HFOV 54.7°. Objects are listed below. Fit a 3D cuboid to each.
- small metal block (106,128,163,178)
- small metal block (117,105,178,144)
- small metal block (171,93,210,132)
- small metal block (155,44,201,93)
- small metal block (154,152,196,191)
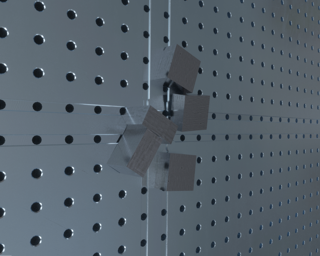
[{"bbox_3d":[-0.031,0.028,0.367,0.025,0.050,0.050,39,67,-28],"label":"small metal block"},{"bbox_3d":[-0.015,-0.003,0.382,0.050,0.050,0.025,36,68,-35],"label":"small metal block"},{"bbox_3d":[0.043,-0.023,0.442,0.050,0.025,0.050,-4,103,-40],"label":"small metal block"},{"bbox_3d":[0.026,-0.081,0.433,0.050,0.025,0.050,26,74,-37],"label":"small metal block"},{"bbox_3d":[0.022,0.060,0.430,0.050,0.025,0.050,9,84,-40],"label":"small metal block"}]
